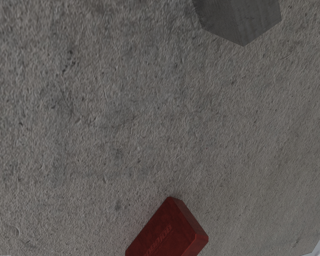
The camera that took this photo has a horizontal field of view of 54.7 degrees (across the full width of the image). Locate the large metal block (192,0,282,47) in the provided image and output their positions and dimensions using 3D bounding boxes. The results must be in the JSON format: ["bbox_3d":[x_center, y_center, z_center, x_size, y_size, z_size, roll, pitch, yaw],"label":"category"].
[{"bbox_3d":[0.073,-0.142,0.323,0.050,0.080,0.080,-35,129,-5],"label":"large metal block"}]

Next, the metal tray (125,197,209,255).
[{"bbox_3d":[0.006,0.185,0.482,0.030,0.090,0.130,28,103,-38],"label":"metal tray"}]
